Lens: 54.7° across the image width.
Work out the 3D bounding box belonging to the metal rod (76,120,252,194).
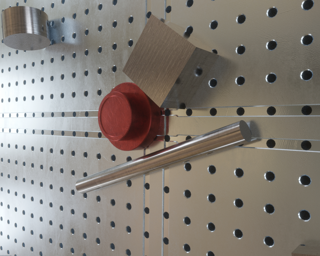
[{"bbox_3d":[-0.018,0.050,0.422,0.299,0.025,0.025,-23,76,37],"label":"metal rod"}]

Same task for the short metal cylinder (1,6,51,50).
[{"bbox_3d":[-0.248,-0.183,0.574,0.080,0.081,0.050,-13,82,39],"label":"short metal cylinder"}]

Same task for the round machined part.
[{"bbox_3d":[-0.050,-0.016,0.437,0.098,0.042,0.097,0,90,39],"label":"round machined part"}]

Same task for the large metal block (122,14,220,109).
[{"bbox_3d":[0.011,-0.080,0.382,0.080,0.050,0.080,46,117,30],"label":"large metal block"}]

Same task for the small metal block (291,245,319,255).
[{"bbox_3d":[0.154,0.138,0.282,0.050,0.025,0.050,-11,83,39],"label":"small metal block"}]
